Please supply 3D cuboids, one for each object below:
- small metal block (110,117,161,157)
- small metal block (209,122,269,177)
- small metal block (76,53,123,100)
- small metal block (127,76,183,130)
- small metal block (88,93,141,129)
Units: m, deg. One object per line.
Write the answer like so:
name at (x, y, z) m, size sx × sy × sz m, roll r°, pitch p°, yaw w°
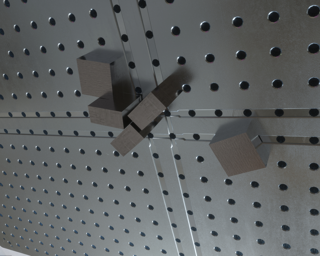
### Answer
small metal block at (-0.032, 0.005, 0.416) m, size 0.025 × 0.050 × 0.050 m, roll 46°, pitch 129°, yaw -4°
small metal block at (0.096, 0.027, 0.377) m, size 0.050 × 0.025 × 0.050 m, roll -23°, pitch 106°, yaw 36°
small metal block at (-0.079, -0.069, 0.411) m, size 0.050 × 0.025 × 0.050 m, roll 13°, pitch 124°, yaw 21°
small metal block at (-0.005, -0.030, 0.380) m, size 0.025 × 0.050 × 0.050 m, roll 46°, pitch 129°, yaw -4°
small metal block at (-0.058, -0.025, 0.411) m, size 0.050 × 0.050 × 0.025 m, roll 11°, pitch 123°, yaw 22°
